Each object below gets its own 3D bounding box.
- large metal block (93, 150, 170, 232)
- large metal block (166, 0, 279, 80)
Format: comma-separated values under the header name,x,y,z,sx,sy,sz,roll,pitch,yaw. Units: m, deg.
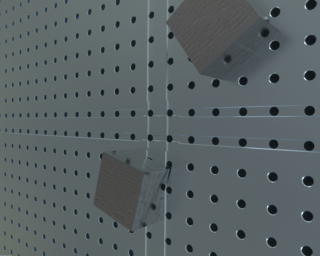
name,x,y,z,sx,sy,sz,roll,pitch,yaw
large metal block,-0.041,0.082,0.428,0.080,0.050,0.080,20,103,38
large metal block,0.066,-0.112,0.340,0.080,0.050,0.080,-43,64,32
